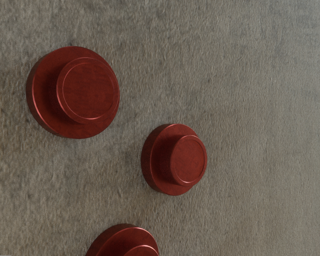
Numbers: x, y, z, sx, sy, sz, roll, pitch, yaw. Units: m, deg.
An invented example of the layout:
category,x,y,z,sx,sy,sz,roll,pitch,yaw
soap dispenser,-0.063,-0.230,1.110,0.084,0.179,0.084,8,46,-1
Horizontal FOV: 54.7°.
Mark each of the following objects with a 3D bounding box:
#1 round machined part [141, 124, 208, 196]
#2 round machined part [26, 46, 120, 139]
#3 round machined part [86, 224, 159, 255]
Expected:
category,x,y,z,sx,sy,sz,roll,pitch,yaw
round machined part,0.026,0.043,0.418,0.099,0.042,0.097,0,90,-40
round machined part,-0.083,-0.037,0.325,0.099,0.042,0.097,0,90,-40
round machined part,-0.038,0.167,0.364,0.099,0.042,0.097,0,90,-40
